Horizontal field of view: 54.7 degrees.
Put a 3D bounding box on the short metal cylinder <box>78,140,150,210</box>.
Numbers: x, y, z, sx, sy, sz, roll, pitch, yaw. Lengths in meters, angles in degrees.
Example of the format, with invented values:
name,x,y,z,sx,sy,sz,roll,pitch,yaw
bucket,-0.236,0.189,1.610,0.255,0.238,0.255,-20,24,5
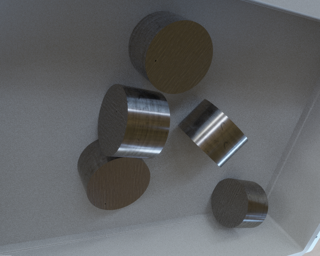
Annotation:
name,x,y,z,sx,sy,sz,roll,pitch,yaw
short metal cylinder,-0.059,0.057,0.395,0.081,0.050,0.079,-14,124,-21

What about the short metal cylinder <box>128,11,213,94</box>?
name,x,y,z,sx,sy,sz,roll,pitch,yaw
short metal cylinder,0.011,-0.085,0.346,0.081,0.050,0.079,-14,124,-21

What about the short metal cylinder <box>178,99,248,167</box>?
name,x,y,z,sx,sy,sz,roll,pitch,yaw
short metal cylinder,0.070,0.007,0.415,0.050,0.080,0.080,-45,129,3

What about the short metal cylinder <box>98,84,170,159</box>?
name,x,y,z,sx,sy,sz,roll,pitch,yaw
short metal cylinder,-0.032,-0.006,0.352,0.050,0.080,0.079,7,115,-32

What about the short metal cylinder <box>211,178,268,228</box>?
name,x,y,z,sx,sy,sz,roll,pitch,yaw
short metal cylinder,0.134,0.128,0.525,0.050,0.080,0.080,13,112,-34
